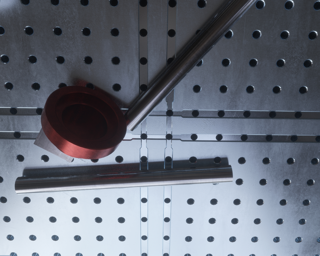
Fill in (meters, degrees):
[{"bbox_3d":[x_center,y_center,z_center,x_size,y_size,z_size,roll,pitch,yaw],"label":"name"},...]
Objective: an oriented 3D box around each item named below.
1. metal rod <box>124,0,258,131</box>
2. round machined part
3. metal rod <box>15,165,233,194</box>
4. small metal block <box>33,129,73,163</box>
[{"bbox_3d":[0.057,-0.108,0.373,0.025,0.025,0.299,41,105,-14],"label":"metal rod"},{"bbox_3d":[-0.094,-0.002,0.377,0.098,0.098,0.042,30,129,-11],"label":"round machined part"},{"bbox_3d":[-0.050,0.073,0.439,0.302,0.025,0.025,-3,110,1],"label":"metal rod"},{"bbox_3d":[-0.127,0.013,0.403,0.050,0.050,0.025,29,108,-10],"label":"small metal block"}]
